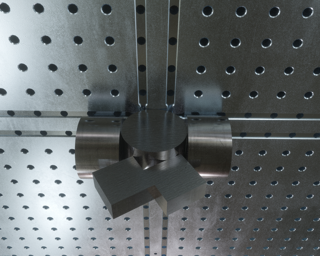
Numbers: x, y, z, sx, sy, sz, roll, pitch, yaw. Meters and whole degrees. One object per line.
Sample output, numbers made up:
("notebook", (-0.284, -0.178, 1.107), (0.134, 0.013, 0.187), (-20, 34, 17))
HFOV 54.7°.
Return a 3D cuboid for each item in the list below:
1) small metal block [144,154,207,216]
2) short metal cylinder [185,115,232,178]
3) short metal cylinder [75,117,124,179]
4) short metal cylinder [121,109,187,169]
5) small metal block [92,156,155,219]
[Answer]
("small metal block", (0.016, 0.062, 0.347), (0.050, 0.050, 0.025), (-20, 135, -24))
("short metal cylinder", (0.058, 0.024, 0.395), (0.050, 0.080, 0.079), (1, 130, 0))
("short metal cylinder", (-0.073, 0.025, 0.395), (0.050, 0.080, 0.079), (1, 130, -1))
("short metal cylinder", (-0.007, 0.020, 0.392), (0.081, 0.080, 0.050), (1, 130, -1))
("small metal block", (-0.040, 0.064, 0.343), (0.050, 0.050, 0.025), (-21, 135, -24))
